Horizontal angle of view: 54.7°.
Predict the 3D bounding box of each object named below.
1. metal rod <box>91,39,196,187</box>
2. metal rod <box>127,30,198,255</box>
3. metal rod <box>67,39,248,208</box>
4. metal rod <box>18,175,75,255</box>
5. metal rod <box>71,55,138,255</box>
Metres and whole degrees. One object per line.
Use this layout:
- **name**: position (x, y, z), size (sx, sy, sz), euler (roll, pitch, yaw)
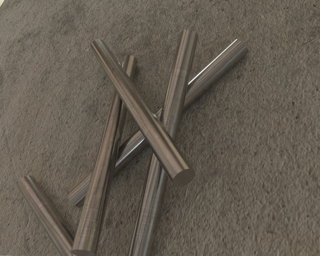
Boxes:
- **metal rod**: position (-0.038, -0.042, 0.400), size (0.025, 0.025, 0.300), euler (-37, 47, 3)
- **metal rod**: position (0.006, 0.016, 0.368), size (0.025, 0.025, 0.299), euler (3, 70, 29)
- **metal rod**: position (-0.002, -0.007, 0.409), size (0.300, 0.025, 0.025), euler (-43, 51, -2)
- **metal rod**: position (-0.101, 0.149, 0.365), size (0.025, 0.025, 0.300), euler (-49, 52, -7)
- **metal rod**: position (-0.062, 0.009, 0.401), size (0.025, 0.025, 0.300), euler (-12, 47, 22)
